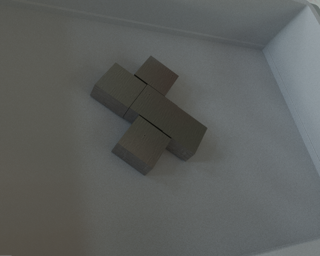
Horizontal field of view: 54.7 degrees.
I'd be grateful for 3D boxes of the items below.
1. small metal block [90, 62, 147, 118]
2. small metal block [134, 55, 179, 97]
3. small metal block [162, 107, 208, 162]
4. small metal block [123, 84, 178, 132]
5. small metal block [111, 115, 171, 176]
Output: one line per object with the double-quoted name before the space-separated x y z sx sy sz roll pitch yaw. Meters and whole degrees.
"small metal block" -0.054 -0.050 0.404 0.050 0.025 0.050 36 51 -5
"small metal block" -0.009 -0.067 0.439 0.050 0.025 0.050 36 50 -4
"small metal block" 0.029 0.008 0.413 0.050 0.025 0.050 36 51 -5
"small metal block" -0.012 -0.022 0.409 0.050 0.025 0.050 36 51 -5
"small metal block" -0.022 0.021 0.379 0.050 0.025 0.050 37 52 -4
